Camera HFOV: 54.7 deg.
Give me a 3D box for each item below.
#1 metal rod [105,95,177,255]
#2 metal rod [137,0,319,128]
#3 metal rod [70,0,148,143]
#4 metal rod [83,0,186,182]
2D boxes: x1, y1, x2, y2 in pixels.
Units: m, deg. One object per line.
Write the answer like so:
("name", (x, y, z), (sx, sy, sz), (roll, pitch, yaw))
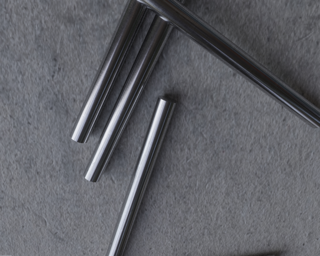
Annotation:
("metal rod", (-0.036, 0.096, 0.444), (0.025, 0.025, 0.298), (17, 109, -7))
("metal rod", (0.086, -0.083, 0.363), (0.301, 0.025, 0.025), (31, 107, -18))
("metal rod", (-0.041, -0.112, 0.367), (0.025, 0.025, 0.298), (25, 108, -9))
("metal rod", (-0.030, -0.058, 0.388), (0.025, 0.025, 0.298), (24, 108, -9))
